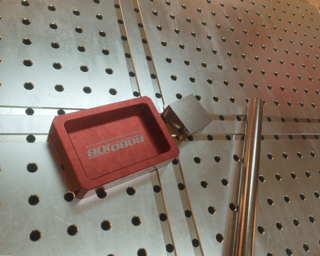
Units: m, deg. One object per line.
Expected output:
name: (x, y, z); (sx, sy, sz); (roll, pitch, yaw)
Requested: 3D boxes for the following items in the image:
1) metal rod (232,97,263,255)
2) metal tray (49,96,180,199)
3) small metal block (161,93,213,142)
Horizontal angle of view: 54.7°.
metal rod: (0.125, 0.072, 0.434); (0.025, 0.025, 0.300); (27, 52, -12)
metal tray: (-0.051, 0.017, 0.368); (0.131, 0.030, 0.090); (-17, 71, -35)
small metal block: (0.039, -0.015, 0.440); (0.050, 0.025, 0.050); (-28, 78, -38)
